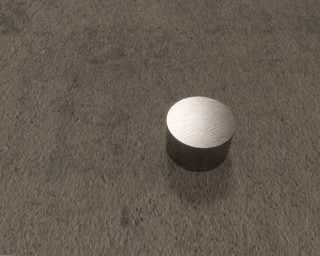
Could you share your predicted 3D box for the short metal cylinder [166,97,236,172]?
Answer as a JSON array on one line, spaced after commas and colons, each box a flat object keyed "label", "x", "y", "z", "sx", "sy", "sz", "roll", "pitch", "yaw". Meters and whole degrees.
[{"label": "short metal cylinder", "x": 0.048, "y": 0.007, "z": 0.382, "sx": 0.081, "sy": 0.050, "sz": 0.080, "roll": 0, "pitch": 50, "yaw": 0}]
